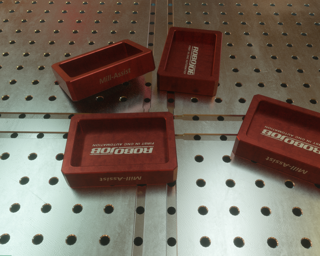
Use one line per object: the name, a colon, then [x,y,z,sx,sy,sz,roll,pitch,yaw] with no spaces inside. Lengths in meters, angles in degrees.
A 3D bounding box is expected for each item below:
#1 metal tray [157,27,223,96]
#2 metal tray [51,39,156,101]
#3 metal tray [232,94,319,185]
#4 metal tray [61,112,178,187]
metal tray: [0.050,-0.111,0.497,0.090,0.030,0.130,8,50,6]
metal tray: [-0.084,-0.091,0.462,0.131,0.030,0.090,-26,36,-20]
metal tray: [0.170,0.013,0.393,0.130,0.030,0.090,20,53,16]
metal tray: [-0.047,0.024,0.384,0.131,0.030,0.090,-2,50,-2]
